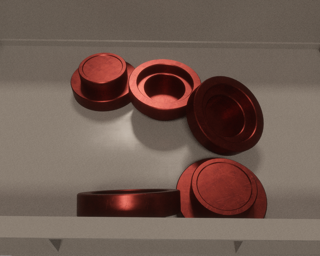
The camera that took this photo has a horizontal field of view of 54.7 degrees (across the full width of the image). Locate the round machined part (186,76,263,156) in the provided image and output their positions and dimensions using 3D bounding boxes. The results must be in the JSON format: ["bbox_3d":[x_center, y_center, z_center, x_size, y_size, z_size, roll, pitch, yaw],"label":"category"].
[{"bbox_3d":[0.076,-0.012,0.388,0.099,0.042,0.098,8,68,-21],"label":"round machined part"}]

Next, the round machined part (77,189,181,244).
[{"bbox_3d":[-0.029,0.083,0.298,0.099,0.098,0.042,-1,81,-2],"label":"round machined part"}]

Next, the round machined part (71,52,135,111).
[{"bbox_3d":[-0.081,-0.074,0.455,0.099,0.042,0.098,0,50,0],"label":"round machined part"}]

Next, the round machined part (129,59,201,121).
[{"bbox_3d":[0.006,-0.048,0.432,0.099,0.042,0.098,2,52,-3],"label":"round machined part"}]

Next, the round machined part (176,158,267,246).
[{"bbox_3d":[0.066,0.072,0.335,0.099,0.042,0.098,0,50,0],"label":"round machined part"}]
